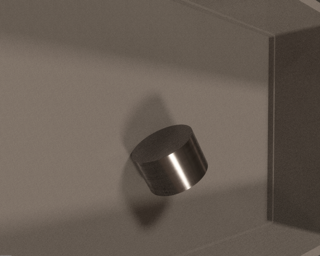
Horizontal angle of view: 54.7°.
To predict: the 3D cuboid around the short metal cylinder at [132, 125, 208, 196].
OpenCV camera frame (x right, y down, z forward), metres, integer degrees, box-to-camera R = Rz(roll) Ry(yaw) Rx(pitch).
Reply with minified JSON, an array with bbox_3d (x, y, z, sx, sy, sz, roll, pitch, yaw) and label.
[{"bbox_3d":[0.012,0.038,0.383,0.080,0.080,0.050,-41,115,-33],"label":"short metal cylinder"}]
